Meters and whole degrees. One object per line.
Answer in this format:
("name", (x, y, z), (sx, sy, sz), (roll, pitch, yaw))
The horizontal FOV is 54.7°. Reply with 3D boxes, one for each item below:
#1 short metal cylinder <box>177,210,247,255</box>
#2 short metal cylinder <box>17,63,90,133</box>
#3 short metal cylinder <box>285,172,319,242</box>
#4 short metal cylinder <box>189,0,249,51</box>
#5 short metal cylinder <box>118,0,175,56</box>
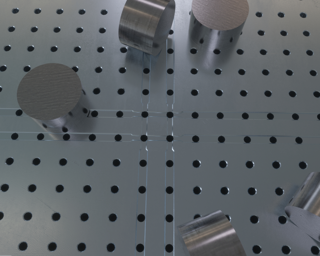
("short metal cylinder", (0.056, 0.135, 0.333), (0.050, 0.080, 0.080), (-20, 71, -7))
("short metal cylinder", (-0.139, -0.038, 0.411), (0.081, 0.050, 0.080), (0, 70, 0))
("short metal cylinder", (0.191, 0.095, 0.349), (0.080, 0.080, 0.050), (38, 75, 12))
("short metal cylinder", (0.085, -0.162, 0.458), (0.081, 0.050, 0.080), (0, 70, 0))
("short metal cylinder", (-0.017, -0.148, 0.436), (0.050, 0.080, 0.080), (23, 72, 8))
